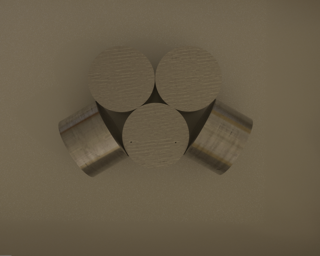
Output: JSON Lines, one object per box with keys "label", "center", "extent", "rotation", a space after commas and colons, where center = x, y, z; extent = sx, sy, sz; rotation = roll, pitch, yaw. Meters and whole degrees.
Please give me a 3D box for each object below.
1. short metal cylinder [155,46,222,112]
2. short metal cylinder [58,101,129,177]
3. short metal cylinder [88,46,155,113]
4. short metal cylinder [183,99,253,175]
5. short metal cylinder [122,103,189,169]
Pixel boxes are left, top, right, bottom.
{"label": "short metal cylinder", "center": [0.034, -0.060, 0.397], "extent": [0.081, 0.050, 0.080], "rotation": [0, 90, 0]}
{"label": "short metal cylinder", "center": [-0.079, 0.013, 0.382], "extent": [0.050, 0.080, 0.080], "rotation": [-30, 90, 0]}
{"label": "short metal cylinder", "center": [-0.046, -0.059, 0.397], "extent": [0.081, 0.050, 0.080], "rotation": [0, 90, 0]}
{"label": "short metal cylinder", "center": [0.070, 0.011, 0.382], "extent": [0.050, 0.080, 0.080], "rotation": [30, 90, 0]}
{"label": "short metal cylinder", "center": [-0.005, 0.009, 0.397], "extent": [0.081, 0.050, 0.080], "rotation": [0, 90, 0]}
